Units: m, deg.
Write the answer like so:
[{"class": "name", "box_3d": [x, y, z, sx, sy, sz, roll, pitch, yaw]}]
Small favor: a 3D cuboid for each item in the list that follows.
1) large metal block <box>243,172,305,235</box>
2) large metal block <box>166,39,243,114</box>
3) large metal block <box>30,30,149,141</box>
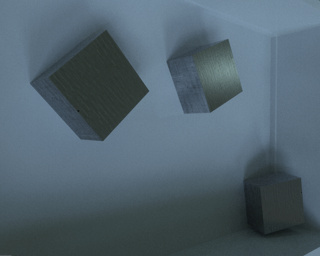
[{"class": "large metal block", "box_3d": [0.197, 0.127, 0.538, 0.081, 0.050, 0.079, -9, 97, -16]}, {"class": "large metal block", "box_3d": [0.066, -0.074, 0.445, 0.081, 0.050, 0.080, -32, 110, -35]}, {"class": "large metal block", "box_3d": [-0.072, -0.043, 0.330, 0.080, 0.050, 0.080, -51, 120, -28]}]
